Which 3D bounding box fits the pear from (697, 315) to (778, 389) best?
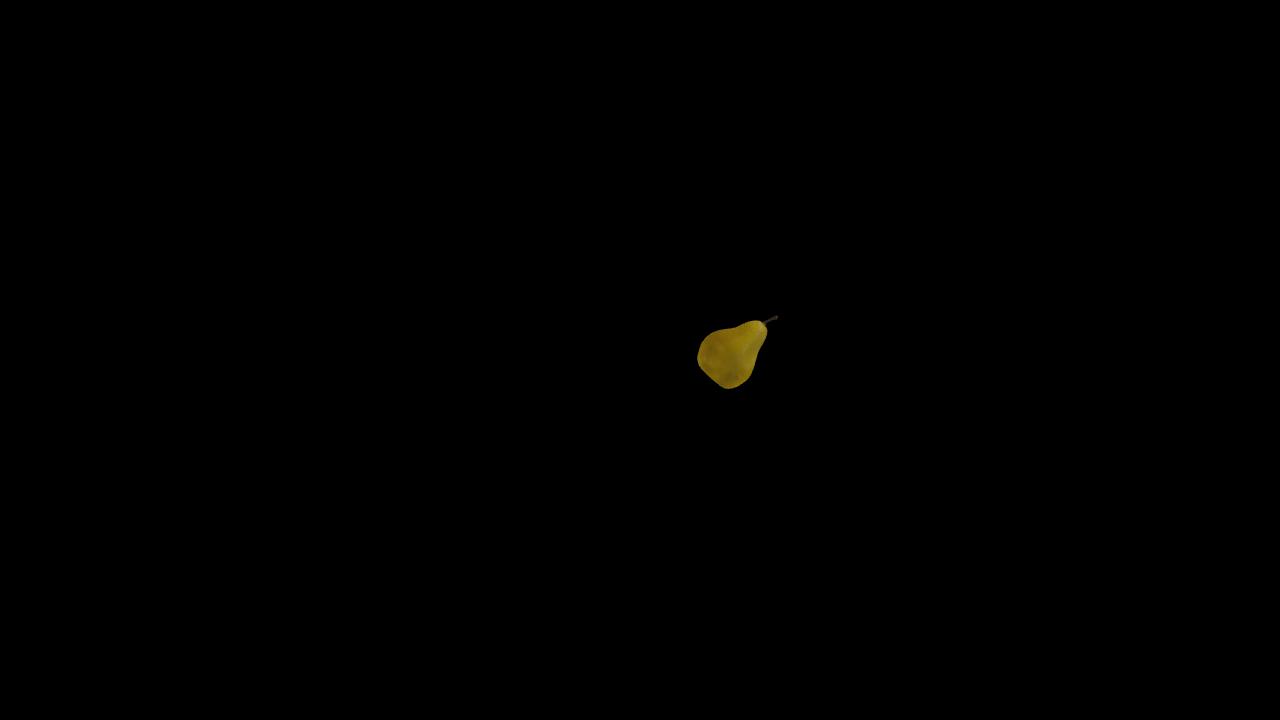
[{"bbox_3d":[0.124,-0.020,0.770,0.080,0.111,0.080,42,3,-3],"label":"pear"}]
